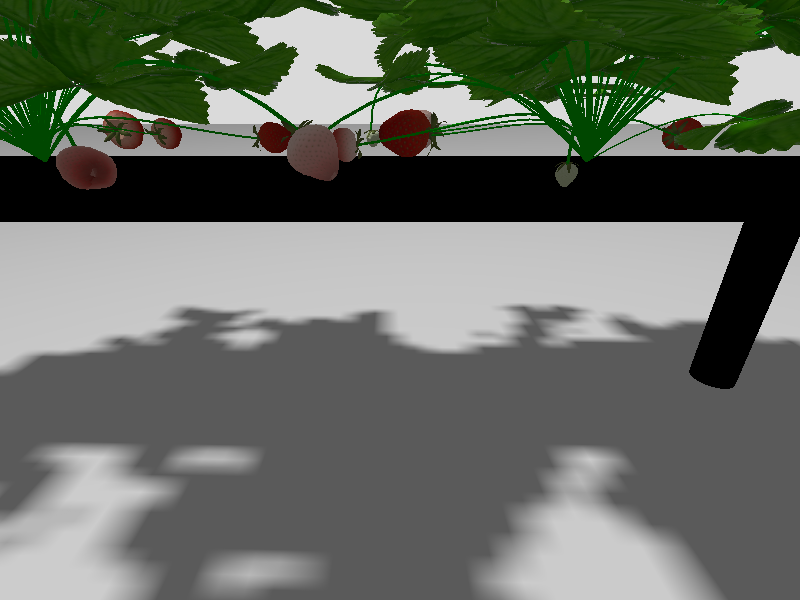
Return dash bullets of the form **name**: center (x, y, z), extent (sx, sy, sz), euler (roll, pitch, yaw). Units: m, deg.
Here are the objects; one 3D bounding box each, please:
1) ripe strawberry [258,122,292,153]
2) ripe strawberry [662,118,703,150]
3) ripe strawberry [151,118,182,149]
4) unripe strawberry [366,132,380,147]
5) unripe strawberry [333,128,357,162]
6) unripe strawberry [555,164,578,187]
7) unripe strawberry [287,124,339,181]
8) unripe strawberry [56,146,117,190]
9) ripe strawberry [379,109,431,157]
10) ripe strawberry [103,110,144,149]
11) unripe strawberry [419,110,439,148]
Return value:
- **ripe strawberry**: center (-0.119, -0.156, 0.385), extent (0.032, 0.028, 0.032), euler (-8, 26, -18)
- **ripe strawberry**: center (0.296, -0.173, 0.418), extent (0.036, 0.031, 0.036), euler (-16, 30, -32)
- **ripe strawberry**: center (-0.264, -0.191, 0.458), extent (0.031, 0.033, 0.034), euler (5, 25, 11)
- **unripe strawberry**: center (-0.029, -0.174, 0.434), extent (0.017, 0.016, 0.015), euler (15, 29, 29)
- **unripe strawberry**: center (-0.047, -0.124, 0.319), extent (0.026, 0.026, 0.029), euler (-2, 25, -2)
- **unripe strawberry**: center (0.085, -0.064, 0.206), extent (0.011, 0.011, 0.011), euler (12, 28, 24)
- **unripe strawberry**: center (-0.051, -0.088, 0.243), extent (0.032, 0.033, 0.030), euler (-37, 6, 32)
- **unripe strawberry**: center (-0.156, -0.066, 0.201), extent (0.024, 0.021, 0.024), euler (-23, 38, -40)
- **ripe strawberry**: center (0.004, -0.144, 0.346), extent (0.045, 0.038, 0.044), euler (4, 25, 9)
- **ripe strawberry**: center (-0.315, -0.196, 0.461), extent (0.039, 0.041, 0.042), euler (-3, 25, -7)
- **unripe strawberry**: center (0.016, -0.176, 0.414), extent (0.045, 0.038, 0.045), euler (16, 30, 32)
